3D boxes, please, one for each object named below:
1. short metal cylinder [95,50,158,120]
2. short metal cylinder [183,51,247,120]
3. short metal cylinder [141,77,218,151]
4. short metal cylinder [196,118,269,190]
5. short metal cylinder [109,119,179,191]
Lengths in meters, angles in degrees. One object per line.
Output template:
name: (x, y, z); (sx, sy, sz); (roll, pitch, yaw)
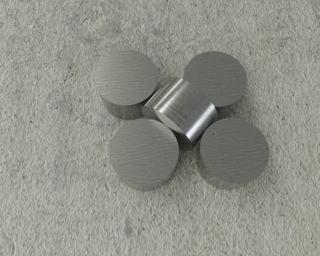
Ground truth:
short metal cylinder: (-0.043, -0.057, 0.415); (0.081, 0.050, 0.080); (0, 70, 0)
short metal cylinder: (0.070, -0.055, 0.415); (0.081, 0.050, 0.080); (0, 70, 0)
short metal cylinder: (0.024, -0.017, 0.387); (0.080, 0.080, 0.050); (38, 74, 12)
short metal cylinder: (0.087, 0.033, 0.384); (0.081, 0.050, 0.080); (0, 70, 0)
short metal cylinder: (-0.018, 0.035, 0.382); (0.081, 0.050, 0.080); (0, 70, 0)
